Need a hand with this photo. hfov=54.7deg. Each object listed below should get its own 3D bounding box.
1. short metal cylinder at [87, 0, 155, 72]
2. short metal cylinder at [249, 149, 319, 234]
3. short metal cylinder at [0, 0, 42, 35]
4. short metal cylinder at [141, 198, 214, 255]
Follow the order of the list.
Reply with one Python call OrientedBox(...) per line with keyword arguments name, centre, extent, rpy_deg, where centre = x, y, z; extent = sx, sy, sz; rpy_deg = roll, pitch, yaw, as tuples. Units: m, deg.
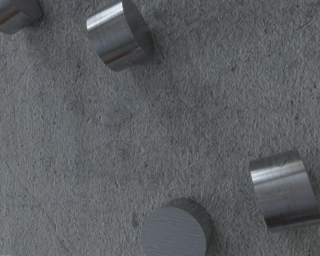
OrientedBox(name="short metal cylinder", centre=(-0.048, -0.118, 0.397), extent=(0.050, 0.080, 0.080), rpy_deg=(-20, 83, 19))
OrientedBox(name="short metal cylinder", centre=(0.134, 0.067, 0.332), extent=(0.050, 0.080, 0.080), rpy_deg=(-19, 84, 19))
OrientedBox(name="short metal cylinder", centre=(-0.224, -0.187, 0.459), extent=(0.050, 0.080, 0.080), rpy_deg=(-24, 82, 18))
OrientedBox(name="short metal cylinder", centre=(0.023, 0.133, 0.387), extent=(0.080, 0.050, 0.080), rpy_deg=(0, 90, 20))
